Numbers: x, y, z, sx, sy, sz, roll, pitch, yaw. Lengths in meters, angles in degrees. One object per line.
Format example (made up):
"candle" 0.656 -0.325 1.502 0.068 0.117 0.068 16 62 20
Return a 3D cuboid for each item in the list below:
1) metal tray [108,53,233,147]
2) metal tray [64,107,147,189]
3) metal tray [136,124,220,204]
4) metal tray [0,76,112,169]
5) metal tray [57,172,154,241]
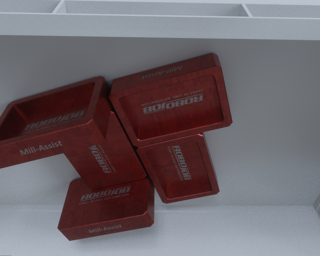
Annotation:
"metal tray" 0.015 -0.030 0.378 0.131 0.030 0.090 -13 129 10
"metal tray" -0.080 0.026 0.423 0.090 0.030 0.129 -14 129 11
"metal tray" 0.029 0.054 0.450 0.090 0.030 0.129 -14 129 11
"metal tray" -0.123 -0.008 0.353 0.130 0.090 0.030 -14 129 11
"metal tray" -0.075 0.107 0.453 0.131 0.090 0.030 -13 129 10
